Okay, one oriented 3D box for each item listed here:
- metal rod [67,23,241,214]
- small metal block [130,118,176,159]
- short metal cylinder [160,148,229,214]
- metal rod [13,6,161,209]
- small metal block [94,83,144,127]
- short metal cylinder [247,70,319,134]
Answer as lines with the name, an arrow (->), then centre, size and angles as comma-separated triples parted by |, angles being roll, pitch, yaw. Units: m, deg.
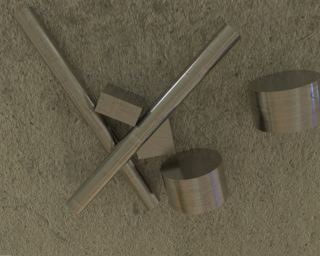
metal rod -> -0.017, -0.002, 0.382 | 0.025, 0.025, 0.299 | 39, 104, -13
small metal block -> -0.009, 0.010, 0.413 | 0.050, 0.025, 0.050 | -11, 110, 4
short metal cylinder -> 0.045, 0.067, 0.406 | 0.080, 0.080, 0.050 | -13, 110, 5
metal rod -> -0.084, -0.013, 0.404 | 0.025, 0.025, 0.299 | -28, 108, 10
small metal block -> -0.048, -0.030, 0.385 | 0.050, 0.050, 0.025 | 22, 109, -8
short metal cylinder -> 0.149, -0.033, 0.370 | 0.080, 0.080, 0.050 | -14, 110, 5
